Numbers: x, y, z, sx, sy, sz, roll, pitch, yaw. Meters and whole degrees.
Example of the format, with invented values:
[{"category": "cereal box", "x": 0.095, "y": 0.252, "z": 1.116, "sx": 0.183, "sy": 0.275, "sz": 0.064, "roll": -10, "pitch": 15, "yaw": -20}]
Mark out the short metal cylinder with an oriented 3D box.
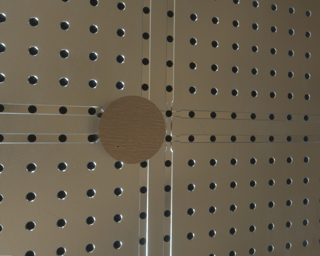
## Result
[{"category": "short metal cylinder", "x": -0.039, "y": 0.002, "z": 0.385, "sx": 0.081, "sy": 0.050, "sz": 0.080, "roll": 0, "pitch": 90, "yaw": -20}]
